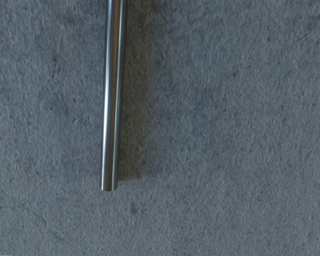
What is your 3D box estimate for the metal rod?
[{"bbox_3d":[-0.058,-0.056,0.388,0.025,0.025,0.298,5,110,-2],"label":"metal rod"}]
